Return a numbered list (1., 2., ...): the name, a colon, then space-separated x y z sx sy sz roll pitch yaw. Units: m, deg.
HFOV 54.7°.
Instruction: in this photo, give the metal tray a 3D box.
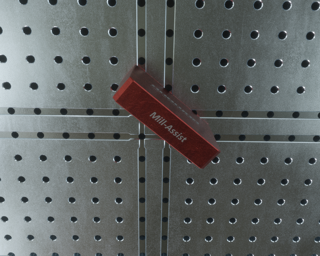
1. metal tray: 0.009 -0.017 0.372 0.130 0.090 0.030 39 105 -13
